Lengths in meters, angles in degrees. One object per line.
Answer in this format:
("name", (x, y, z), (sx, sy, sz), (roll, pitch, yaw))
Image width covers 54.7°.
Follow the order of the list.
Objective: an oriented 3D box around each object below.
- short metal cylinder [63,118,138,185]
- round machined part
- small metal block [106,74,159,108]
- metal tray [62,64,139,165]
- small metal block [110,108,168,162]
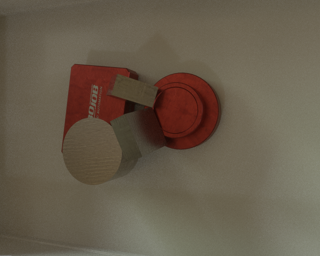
("short metal cylinder", (-0.073, 0.027, 0.388), (0.080, 0.050, 0.079), (0, 90, 19))
("round machined part", (0.025, -0.021, 0.390), (0.098, 0.042, 0.097), (0, 90, 19))
("small metal block", (-0.036, -0.045, 0.380), (0.050, 0.050, 0.025), (16, 90, -18))
("metal tray", (-0.084, -0.020, 0.432), (0.090, 0.030, 0.129), (8, 93, 19))
("small metal block", (-0.024, 0.006, 0.361), (0.025, 0.050, 0.050), (-23, 89, 37))
